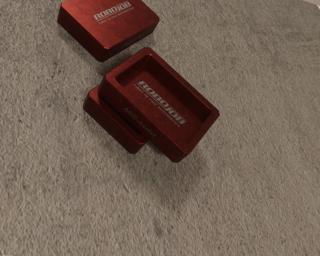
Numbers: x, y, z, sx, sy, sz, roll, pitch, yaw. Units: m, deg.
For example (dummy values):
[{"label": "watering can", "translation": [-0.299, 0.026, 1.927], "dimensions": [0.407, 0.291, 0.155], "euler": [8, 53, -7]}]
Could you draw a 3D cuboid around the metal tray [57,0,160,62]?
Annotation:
[{"label": "metal tray", "translation": [-0.072, -0.162, 0.462], "dimensions": [0.090, 0.030, 0.131], "euler": [44, 51, 2]}]

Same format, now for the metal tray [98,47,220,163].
[{"label": "metal tray", "translation": [0.001, -0.032, 0.382], "dimensions": [0.130, 0.030, 0.090], "euler": [43, 51, 1]}]

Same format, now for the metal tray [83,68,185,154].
[{"label": "metal tray", "translation": [-0.024, -0.038, 0.412], "dimensions": [0.090, 0.030, 0.131], "euler": [44, 51, 2]}]
